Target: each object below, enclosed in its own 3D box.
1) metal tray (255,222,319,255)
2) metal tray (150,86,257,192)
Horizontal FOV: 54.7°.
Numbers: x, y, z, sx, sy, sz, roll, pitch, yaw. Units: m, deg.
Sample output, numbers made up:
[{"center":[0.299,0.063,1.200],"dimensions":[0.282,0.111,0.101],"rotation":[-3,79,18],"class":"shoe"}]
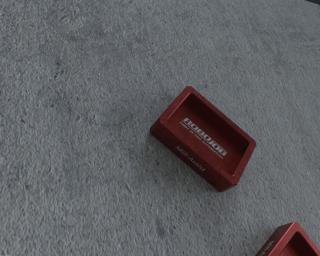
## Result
[{"center":[0.152,0.187,0.367],"dimensions":[0.131,0.030,0.090],"rotation":[-29,78,-37],"class":"metal tray"},{"center":[0.062,0.013,0.425],"dimensions":[0.130,0.030,0.090],"rotation":[40,51,-1],"class":"metal tray"}]
